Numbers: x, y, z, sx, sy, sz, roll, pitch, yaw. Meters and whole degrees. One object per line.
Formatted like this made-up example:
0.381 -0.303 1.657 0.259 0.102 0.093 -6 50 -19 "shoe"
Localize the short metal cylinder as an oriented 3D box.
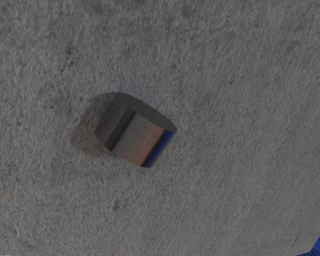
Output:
-0.027 0.001 0.359 0.080 0.080 0.050 24 105 -37 "short metal cylinder"
